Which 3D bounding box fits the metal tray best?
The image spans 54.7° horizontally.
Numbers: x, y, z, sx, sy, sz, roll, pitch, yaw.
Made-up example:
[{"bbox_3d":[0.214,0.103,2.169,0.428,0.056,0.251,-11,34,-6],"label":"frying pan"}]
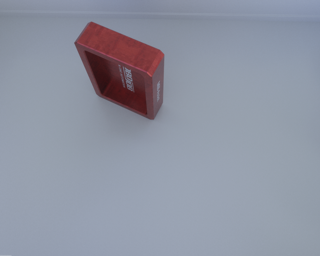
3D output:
[{"bbox_3d":[-0.043,-0.062,0.376,0.090,0.130,0.030,24,72,8],"label":"metal tray"}]
